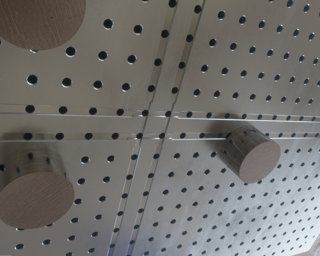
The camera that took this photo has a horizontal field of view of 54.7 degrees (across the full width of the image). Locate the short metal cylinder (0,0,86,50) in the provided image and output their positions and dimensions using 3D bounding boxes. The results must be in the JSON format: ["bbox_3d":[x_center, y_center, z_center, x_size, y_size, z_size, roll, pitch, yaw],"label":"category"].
[{"bbox_3d":[-0.110,-0.113,0.266,0.081,0.050,0.079,-14,125,-21],"label":"short metal cylinder"}]

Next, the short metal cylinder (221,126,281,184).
[{"bbox_3d":[0.147,0.043,0.505,0.081,0.050,0.079,-14,125,-21],"label":"short metal cylinder"}]

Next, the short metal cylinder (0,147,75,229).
[{"bbox_3d":[-0.145,0.069,0.359,0.081,0.050,0.079,-14,125,-21],"label":"short metal cylinder"}]
